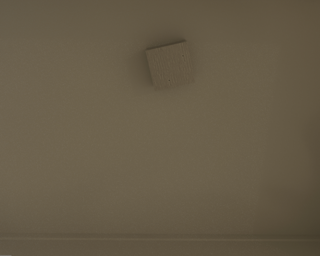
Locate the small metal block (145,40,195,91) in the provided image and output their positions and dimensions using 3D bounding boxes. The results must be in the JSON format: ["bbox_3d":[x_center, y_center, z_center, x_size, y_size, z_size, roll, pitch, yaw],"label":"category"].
[{"bbox_3d":[0.013,-0.078,0.383,0.050,0.025,0.050,-12,110,4],"label":"small metal block"}]
